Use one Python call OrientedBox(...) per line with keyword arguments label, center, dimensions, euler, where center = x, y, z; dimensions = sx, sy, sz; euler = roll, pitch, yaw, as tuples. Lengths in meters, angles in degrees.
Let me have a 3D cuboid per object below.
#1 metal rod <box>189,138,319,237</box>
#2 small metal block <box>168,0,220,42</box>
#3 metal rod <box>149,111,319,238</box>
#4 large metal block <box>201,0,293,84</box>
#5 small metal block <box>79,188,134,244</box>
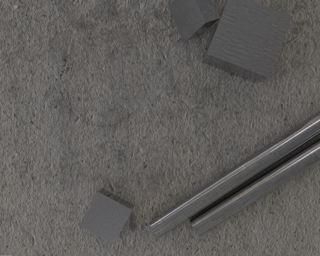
OrientedBox(label="metal rod", center=(0.173, 0.053, 0.411), dimensions=(0.301, 0.025, 0.025), euler=(-32, 90, 0))
OrientedBox(label="small metal block", center=(0.042, -0.147, 0.395), dimensions=(0.025, 0.050, 0.050), euler=(-27, 90, -29))
OrientedBox(label="metal rod", center=(0.119, 0.053, 0.411), dimensions=(0.301, 0.025, 0.025), euler=(-33, 90, 0))
OrientedBox(label="large metal block", center=(0.108, -0.112, 0.398), dimensions=(0.080, 0.050, 0.080), euler=(21, 90, 0))
OrientedBox(label="small metal block", center=(-0.069, 0.115, 0.410), dimensions=(0.050, 0.025, 0.050), euler=(28, 90, 0))
